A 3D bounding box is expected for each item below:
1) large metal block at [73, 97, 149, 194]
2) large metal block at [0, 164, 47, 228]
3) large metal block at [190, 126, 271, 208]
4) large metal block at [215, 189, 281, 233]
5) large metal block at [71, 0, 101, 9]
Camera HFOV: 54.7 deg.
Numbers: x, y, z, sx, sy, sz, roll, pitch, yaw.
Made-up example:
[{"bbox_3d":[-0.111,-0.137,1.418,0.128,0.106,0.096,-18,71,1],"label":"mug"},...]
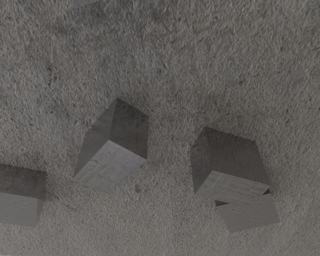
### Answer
[{"bbox_3d":[-0.059,0.022,0.389,0.050,0.080,0.080,31,124,-24],"label":"large metal block"},{"bbox_3d":[-0.224,0.105,0.478,0.081,0.050,0.079,12,129,-11],"label":"large metal block"},{"bbox_3d":[0.090,0.052,0.416,0.081,0.080,0.050,16,128,-14],"label":"large metal block"},{"bbox_3d":[0.136,0.116,0.491,0.080,0.050,0.080,-19,128,15],"label":"large metal block"},{"bbox_3d":[-0.048,-0.157,0.256,0.080,0.050,0.080,-13,129,10],"label":"large metal block"}]
